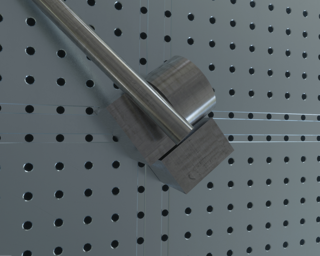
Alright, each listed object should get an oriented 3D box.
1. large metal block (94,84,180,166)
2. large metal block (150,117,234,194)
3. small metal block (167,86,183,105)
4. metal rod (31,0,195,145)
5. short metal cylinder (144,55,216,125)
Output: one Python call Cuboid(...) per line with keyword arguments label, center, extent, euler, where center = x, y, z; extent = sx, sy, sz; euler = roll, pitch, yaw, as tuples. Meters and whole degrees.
Cuboid(label="large metal block", center=(-0.029, -0.005, 0.374), extent=(0.050, 0.080, 0.080), euler=(-40, 103, -16))
Cuboid(label="large metal block", center=(0.032, 0.031, 0.394), extent=(0.080, 0.080, 0.050), euler=(-39, 103, -16))
Cuboid(label="small metal block", center=(0.015, -0.049, 0.420), extent=(0.050, 0.025, 0.050), euler=(-43, 104, -15))
Cuboid(label="metal rod", center=(-0.080, -0.096, 0.328), extent=(0.300, 0.025, 0.025), euler=(45, 75, 7))
Cuboid(label="short metal cylinder", center=(0.019, -0.037, 0.364), extent=(0.050, 0.080, 0.080), euler=(-39, 103, -16))
